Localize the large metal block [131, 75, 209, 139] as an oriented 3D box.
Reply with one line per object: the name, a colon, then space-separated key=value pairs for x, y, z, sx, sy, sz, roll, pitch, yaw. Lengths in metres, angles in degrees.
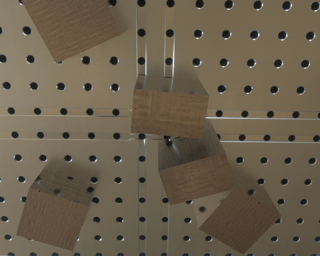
large metal block: x=0.010 y=-0.028 z=0.374 sx=0.081 sy=0.080 sz=0.050 roll=5 pitch=110 yaw=-2

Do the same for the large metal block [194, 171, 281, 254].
large metal block: x=0.109 y=0.120 z=0.446 sx=0.080 sy=0.050 sz=0.080 roll=33 pitch=107 yaw=-12

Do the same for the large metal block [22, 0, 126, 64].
large metal block: x=-0.095 y=-0.129 z=0.351 sx=0.080 sy=0.050 sz=0.080 roll=-22 pitch=109 yaw=7

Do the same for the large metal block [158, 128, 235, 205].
large metal block: x=0.043 y=0.047 z=0.402 sx=0.080 sy=0.080 sz=0.050 roll=-16 pitch=110 yaw=5

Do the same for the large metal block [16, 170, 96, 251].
large metal block: x=-0.146 y=0.117 z=0.441 sx=0.080 sy=0.050 sz=0.079 roll=20 pitch=109 yaw=-8
